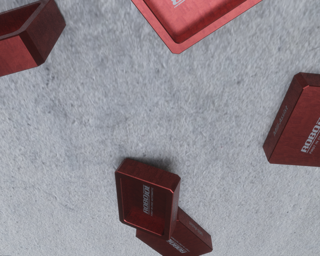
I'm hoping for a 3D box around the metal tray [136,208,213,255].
[{"bbox_3d":[0.028,0.202,0.576,0.090,0.030,0.130,-28,125,21],"label":"metal tray"}]

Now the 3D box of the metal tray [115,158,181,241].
[{"bbox_3d":[-0.019,0.112,0.477,0.090,0.030,0.129,16,132,16],"label":"metal tray"}]

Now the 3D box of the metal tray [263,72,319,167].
[{"bbox_3d":[0.200,-0.005,0.403,0.091,0.030,0.129,4,130,-5],"label":"metal tray"}]

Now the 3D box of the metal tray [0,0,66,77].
[{"bbox_3d":[-0.164,-0.078,0.295,0.131,0.090,0.030,-12,129,10],"label":"metal tray"}]

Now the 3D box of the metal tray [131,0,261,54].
[{"bbox_3d":[0.042,-0.140,0.285,0.130,0.030,0.090,-29,125,22],"label":"metal tray"}]
